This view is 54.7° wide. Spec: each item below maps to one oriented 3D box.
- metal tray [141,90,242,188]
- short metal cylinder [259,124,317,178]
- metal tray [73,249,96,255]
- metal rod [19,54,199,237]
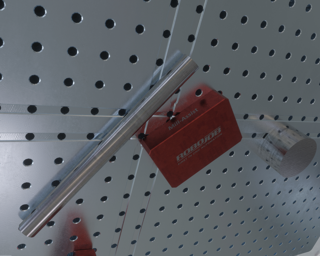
[{"bbox_3d":[0.049,0.018,0.446,0.130,0.030,0.090,-35,129,-5],"label":"metal tray"},{"bbox_3d":[0.223,0.040,0.542,0.081,0.050,0.079,-14,124,-21],"label":"short metal cylinder"},{"bbox_3d":[-0.120,0.262,0.465,0.030,0.090,0.129,8,114,-32],"label":"metal tray"},{"bbox_3d":[-0.066,0.024,0.390,0.300,0.025,0.025,-45,129,3],"label":"metal rod"}]
